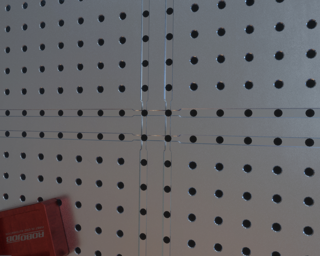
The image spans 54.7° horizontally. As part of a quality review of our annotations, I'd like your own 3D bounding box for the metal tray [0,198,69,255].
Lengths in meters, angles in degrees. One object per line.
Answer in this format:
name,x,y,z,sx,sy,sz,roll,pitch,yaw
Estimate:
metal tray,-0.213,0.167,0.482,0.130,0.030,0.090,-16,85,18
